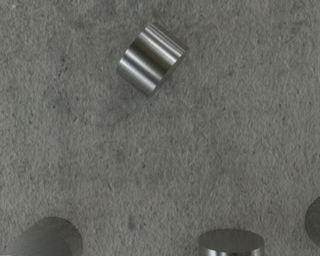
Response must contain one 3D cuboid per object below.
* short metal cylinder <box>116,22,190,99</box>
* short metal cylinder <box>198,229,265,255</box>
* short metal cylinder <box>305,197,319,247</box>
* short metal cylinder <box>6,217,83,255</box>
[{"bbox_3d":[-0.009,-0.082,0.382,0.050,0.080,0.080,39,90,-1],"label":"short metal cylinder"},{"bbox_3d":[0.089,0.163,0.384,0.081,0.080,0.050,-3,90,-1],"label":"short metal cylinder"},{"bbox_3d":[0.239,0.130,0.401,0.081,0.050,0.079,0,90,-1],"label":"short metal cylinder"},{"bbox_3d":[-0.145,0.160,0.396,0.081,0.050,0.079,0,90,-1],"label":"short metal cylinder"}]
